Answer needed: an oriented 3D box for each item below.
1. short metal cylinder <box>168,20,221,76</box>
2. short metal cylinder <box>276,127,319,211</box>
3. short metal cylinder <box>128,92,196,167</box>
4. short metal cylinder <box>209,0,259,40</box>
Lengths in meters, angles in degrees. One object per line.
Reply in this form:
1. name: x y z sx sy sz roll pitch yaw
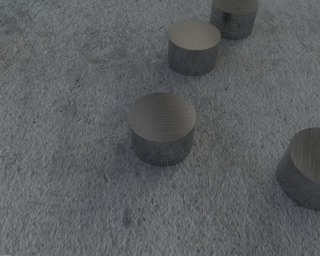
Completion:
1. short metal cylinder: 0.053 -0.128 0.495 0.080 0.050 0.080 0 50 0
2. short metal cylinder: 0.180 0.046 0.349 0.080 0.050 0.080 0 50 0
3. short metal cylinder: 0.003 0.001 0.386 0.080 0.050 0.080 0 50 0
4. short metal cylinder: 0.132 -0.204 0.559 0.080 0.050 0.080 0 50 0
